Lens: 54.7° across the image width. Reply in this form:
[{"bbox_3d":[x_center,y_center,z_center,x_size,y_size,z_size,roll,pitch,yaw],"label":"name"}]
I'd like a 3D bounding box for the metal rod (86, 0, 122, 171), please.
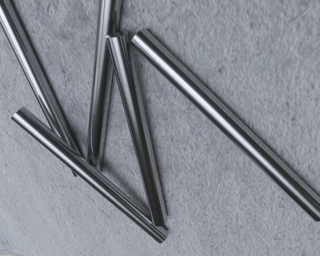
[{"bbox_3d":[-0.082,-0.040,0.423,0.025,0.025,0.298,24,127,13],"label":"metal rod"}]

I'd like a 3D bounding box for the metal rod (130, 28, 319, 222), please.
[{"bbox_3d":[0.083,-0.002,0.361,0.300,0.025,0.025,44,129,-3],"label":"metal rod"}]

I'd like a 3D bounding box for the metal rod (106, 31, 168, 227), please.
[{"bbox_3d":[-0.024,0.022,0.422,0.025,0.025,0.298,5,123,25],"label":"metal rod"}]

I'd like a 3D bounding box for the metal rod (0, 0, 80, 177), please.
[{"bbox_3d":[-0.176,-0.056,0.462,0.025,0.025,0.298,-4,117,30],"label":"metal rod"}]

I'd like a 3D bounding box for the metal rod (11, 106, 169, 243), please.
[{"bbox_3d":[-0.098,0.079,0.476,0.300,0.025,0.025,45,129,-15],"label":"metal rod"}]
